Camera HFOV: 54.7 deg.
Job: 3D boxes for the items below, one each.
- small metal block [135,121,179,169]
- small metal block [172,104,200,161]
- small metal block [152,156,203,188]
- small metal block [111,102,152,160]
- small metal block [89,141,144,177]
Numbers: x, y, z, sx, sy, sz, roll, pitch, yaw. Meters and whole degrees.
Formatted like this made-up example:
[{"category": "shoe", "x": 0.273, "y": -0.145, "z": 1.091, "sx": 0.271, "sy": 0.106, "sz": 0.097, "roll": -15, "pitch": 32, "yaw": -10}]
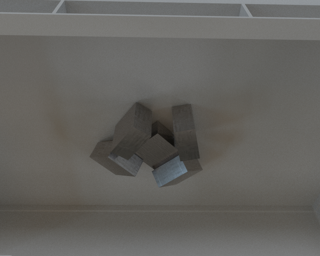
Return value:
[{"category": "small metal block", "x": -0.005, "y": 0.026, "z": 0.428, "sx": 0.050, "sy": 0.025, "sz": 0.050, "roll": -34, "pitch": 123, "yaw": 25}, {"category": "small metal block", "x": 0.033, "y": 0.006, "z": 0.395, "sx": 0.025, "sy": 0.050, "sz": 0.050, "roll": -9, "pitch": 130, "yaw": 6}, {"category": "small metal block", "x": 0.025, "y": 0.061, "z": 0.442, "sx": 0.050, "sy": 0.025, "sz": 0.050, "roll": -34, "pitch": 160, "yaw": 24}, {"category": "small metal block", "x": -0.035, "y": 0.004, "z": 0.392, "sx": 0.025, "sy": 0.050, "sz": 0.050, "roll": 30, "pitch": 124, "yaw": -23}, {"category": "small metal block", "x": -0.060, "y": 0.043, "z": 0.427, "sx": 0.050, "sy": 0.025, "sz": 0.050, "roll": 41, "pitch": 152, "yaw": -30}]
